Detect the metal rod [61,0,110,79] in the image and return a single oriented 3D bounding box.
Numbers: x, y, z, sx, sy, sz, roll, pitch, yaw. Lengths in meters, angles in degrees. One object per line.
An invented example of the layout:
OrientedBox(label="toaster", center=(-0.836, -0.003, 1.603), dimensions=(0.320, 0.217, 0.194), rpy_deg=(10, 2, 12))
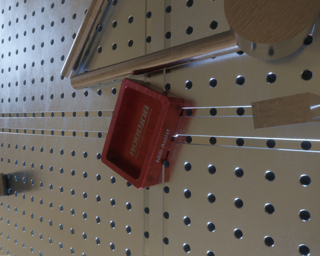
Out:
OrientedBox(label="metal rod", center=(-0.087, -0.207, 0.478), dimensions=(0.025, 0.025, 0.298), rpy_deg=(47, 117, 29))

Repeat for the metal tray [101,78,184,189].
OrientedBox(label="metal tray", center=(-0.028, 0.006, 0.427), dimensions=(0.090, 0.030, 0.129), rpy_deg=(28, 108, 36))

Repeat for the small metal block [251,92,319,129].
OrientedBox(label="small metal block", center=(0.122, -0.015, 0.292), dimensions=(0.050, 0.050, 0.025), rpy_deg=(-9, 84, 39))

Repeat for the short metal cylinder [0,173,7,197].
OrientedBox(label="short metal cylinder", center=(-0.385, 0.134, 0.687), dimensions=(0.080, 0.081, 0.050), rpy_deg=(-20, 78, 38))

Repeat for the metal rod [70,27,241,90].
OrientedBox(label="metal rod", center=(-0.024, -0.087, 0.427), dimensions=(0.300, 0.025, 0.025), rpy_deg=(-5, 87, 39))

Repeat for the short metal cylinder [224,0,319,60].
OrientedBox(label="short metal cylinder", center=(0.104, -0.110, 0.290), dimensions=(0.080, 0.050, 0.080), rpy_deg=(-1, 85, 19))
